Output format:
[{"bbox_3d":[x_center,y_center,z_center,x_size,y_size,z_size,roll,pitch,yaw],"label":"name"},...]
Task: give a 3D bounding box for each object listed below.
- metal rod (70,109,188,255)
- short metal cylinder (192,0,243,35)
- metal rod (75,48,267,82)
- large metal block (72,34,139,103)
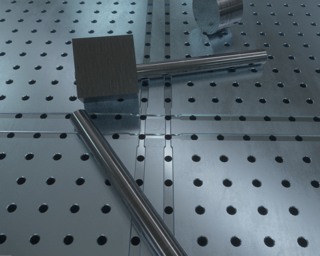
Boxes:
[{"bbox_3d":[-0.027,0.080,0.339,0.025,0.025,0.300,-27,55,-21],"label":"metal rod"},{"bbox_3d":[0.102,-0.214,0.553,0.050,0.080,0.080,-25,55,-19],"label":"short metal cylinder"},{"bbox_3d":[0.022,-0.095,0.487,0.302,0.025,0.025,-9,51,-8],"label":"metal rod"},{"bbox_3d":[-0.074,-0.081,0.434,0.081,0.050,0.080,-6,87,-6],"label":"large metal block"}]
